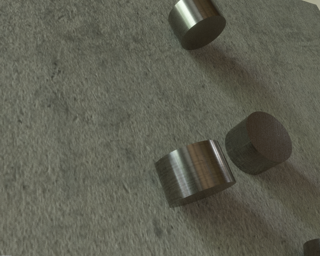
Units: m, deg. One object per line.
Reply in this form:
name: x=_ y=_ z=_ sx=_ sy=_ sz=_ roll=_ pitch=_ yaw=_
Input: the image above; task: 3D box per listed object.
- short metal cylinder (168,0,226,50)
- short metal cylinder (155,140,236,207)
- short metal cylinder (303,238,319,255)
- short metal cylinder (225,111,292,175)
short metal cylinder: x=0.060 y=-0.174 z=0.509 sx=0.081 sy=0.080 sz=0.050 roll=-14 pitch=69 yaw=-34
short metal cylinder: x=0.040 y=0.054 z=0.359 sx=0.081 sy=0.080 sz=0.050 roll=-7 pitch=66 yaw=-32
short metal cylinder: x=0.223 y=0.176 z=0.384 sx=0.080 sy=0.080 sz=0.050 roll=25 pitch=53 yaw=-13
short metal cylinder: x=0.144 y=0.022 z=0.454 sx=0.081 sy=0.050 sz=0.080 roll=14 pitch=56 yaw=-21
